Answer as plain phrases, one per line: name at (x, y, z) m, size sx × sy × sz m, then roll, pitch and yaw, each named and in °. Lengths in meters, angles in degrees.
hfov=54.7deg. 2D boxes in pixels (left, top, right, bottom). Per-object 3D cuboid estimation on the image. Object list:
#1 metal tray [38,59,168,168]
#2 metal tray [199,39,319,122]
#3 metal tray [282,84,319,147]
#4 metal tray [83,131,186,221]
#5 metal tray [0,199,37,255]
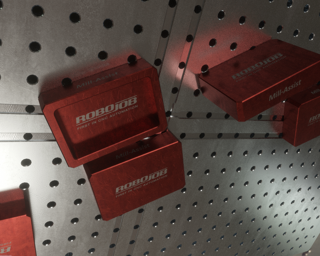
metal tray at (-0.061, -0.017, 0.364) m, size 0.131 × 0.030 × 0.089 m, roll -23°, pitch 127°, yaw -15°
metal tray at (0.129, -0.066, 0.400) m, size 0.131 × 0.090 × 0.030 m, roll -27°, pitch 128°, yaw -12°
metal tray at (0.280, -0.030, 0.546) m, size 0.131 × 0.030 × 0.089 m, roll -22°, pitch 127°, yaw -16°
metal tray at (-0.031, 0.067, 0.434) m, size 0.131 × 0.030 × 0.089 m, roll -20°, pitch 126°, yaw -17°
metal tray at (-0.224, 0.143, 0.375) m, size 0.131 × 0.030 × 0.089 m, roll -8°, pitch 122°, yaw -25°
